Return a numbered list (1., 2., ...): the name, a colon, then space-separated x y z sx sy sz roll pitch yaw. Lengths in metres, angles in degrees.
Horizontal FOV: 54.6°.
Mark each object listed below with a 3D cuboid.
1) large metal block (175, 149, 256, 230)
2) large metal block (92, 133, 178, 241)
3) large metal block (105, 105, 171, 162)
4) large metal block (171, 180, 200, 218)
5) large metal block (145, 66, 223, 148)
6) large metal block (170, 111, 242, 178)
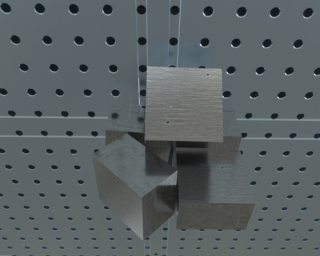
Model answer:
1. large metal block: 0.059 0.072 0.371 0.080 0.080 0.050 1 130 -1
2. large metal block: -0.029 0.066 0.355 0.080 0.050 0.080 33 140 32
3. large metal block: -0.029 0.020 0.412 0.080 0.050 0.080 5 130 -5
4. large metal block: 0.016 0.097 0.451 0.080 0.050 0.080 2 175 -1
5. large metal block: 0.025 -0.021 0.348 0.080 0.080 0.050 2 168 -2
6. large metal block: 0.056 0.023 0.415 0.080 0.050 0.080 2 130 -2
